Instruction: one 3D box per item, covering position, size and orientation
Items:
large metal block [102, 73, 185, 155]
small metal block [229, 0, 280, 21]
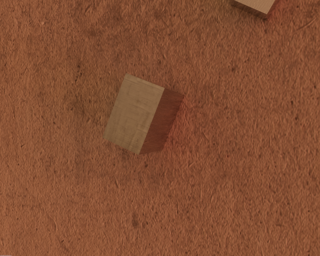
[{"bbox_3d":[-0.017,-0.016,0.386,0.050,0.080,0.080,24,98,18],"label":"large metal block"},{"bbox_3d":[0.118,-0.164,0.368,0.050,0.025,0.050,32,100,17],"label":"small metal block"}]
